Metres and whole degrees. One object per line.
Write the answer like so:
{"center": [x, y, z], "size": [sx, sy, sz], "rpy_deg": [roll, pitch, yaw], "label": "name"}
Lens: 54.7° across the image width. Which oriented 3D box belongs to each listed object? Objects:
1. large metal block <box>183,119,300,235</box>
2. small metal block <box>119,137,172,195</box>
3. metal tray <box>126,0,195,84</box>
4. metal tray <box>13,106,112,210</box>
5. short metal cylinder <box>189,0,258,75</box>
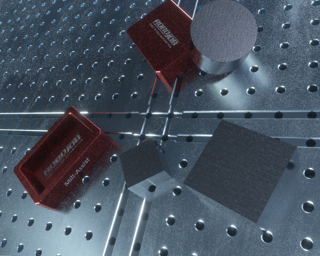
{"center": [0.085, 0.048, 0.318], "size": [0.080, 0.050, 0.080], "rpy_deg": [24, 74, 36], "label": "large metal block"}
{"center": [-0.019, 0.048, 0.388], "size": [0.050, 0.025, 0.050], "rpy_deg": [-28, 52, 10], "label": "small metal block"}
{"center": [0.012, -0.138, 0.482], "size": [0.090, 0.030, 0.130], "rpy_deg": [-35, 51, 4], "label": "metal tray"}
{"center": [-0.143, 0.040, 0.453], "size": [0.090, 0.030, 0.130], "rpy_deg": [34, 81, 38], "label": "metal tray"}
{"center": [0.078, -0.115, 0.399], "size": [0.080, 0.050, 0.080], "rpy_deg": [0, 82, 2], "label": "short metal cylinder"}
